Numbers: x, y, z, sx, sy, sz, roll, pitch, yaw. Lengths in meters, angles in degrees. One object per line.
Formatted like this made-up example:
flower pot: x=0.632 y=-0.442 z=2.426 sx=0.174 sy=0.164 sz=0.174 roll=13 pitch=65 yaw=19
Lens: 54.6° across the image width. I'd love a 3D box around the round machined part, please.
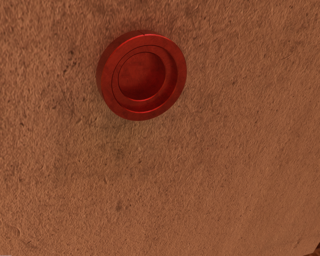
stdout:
round machined part: x=-0.023 y=-0.060 z=0.345 sx=0.099 sy=0.042 sz=0.097 roll=-14 pitch=124 yaw=-21
